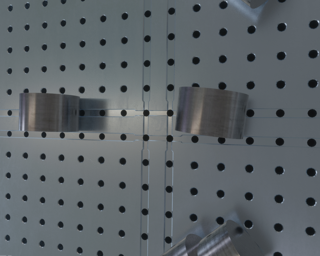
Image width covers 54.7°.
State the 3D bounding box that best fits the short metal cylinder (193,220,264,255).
[{"bbox_3d":[0.083,0.154,0.354,0.050,0.080,0.080,-42,77,15],"label":"short metal cylinder"}]

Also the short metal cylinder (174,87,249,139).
[{"bbox_3d":[0.059,-0.018,0.362,0.080,0.080,0.050,8,93,20],"label":"short metal cylinder"}]

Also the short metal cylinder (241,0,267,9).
[{"bbox_3d":[0.110,-0.183,0.345,0.050,0.080,0.080,45,104,14],"label":"short metal cylinder"}]

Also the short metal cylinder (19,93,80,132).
[{"bbox_3d":[-0.155,-0.021,0.438,0.080,0.080,0.050,2,91,20],"label":"short metal cylinder"}]

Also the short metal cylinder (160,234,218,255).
[{"bbox_3d":[0.039,0.176,0.370,0.050,0.080,0.080,-42,77,15],"label":"short metal cylinder"}]
